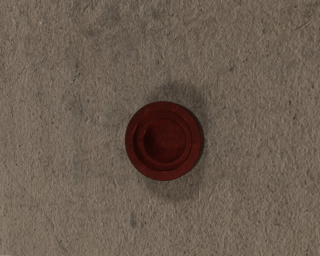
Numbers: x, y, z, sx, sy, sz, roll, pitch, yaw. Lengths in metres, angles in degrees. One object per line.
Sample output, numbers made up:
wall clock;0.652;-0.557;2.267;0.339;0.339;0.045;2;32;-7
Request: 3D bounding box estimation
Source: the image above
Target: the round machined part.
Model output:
round machined part;0.009;0.016;0.396;0.098;0.042;0.097;0;90;19
